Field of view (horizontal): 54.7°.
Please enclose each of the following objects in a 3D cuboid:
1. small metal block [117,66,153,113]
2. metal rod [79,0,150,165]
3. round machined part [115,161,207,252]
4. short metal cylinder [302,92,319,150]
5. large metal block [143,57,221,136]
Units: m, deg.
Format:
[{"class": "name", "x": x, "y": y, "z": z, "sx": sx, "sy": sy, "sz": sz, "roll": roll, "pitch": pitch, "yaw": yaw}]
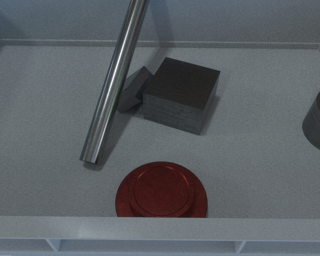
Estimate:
[{"class": "small metal block", "x": -0.039, "y": -0.053, "z": 0.430, "sx": 0.025, "sy": 0.050, "sz": 0.050, "roll": 45, "pitch": 52, "yaw": -18}, {"class": "metal rod", "x": -0.048, "y": -0.099, "z": 0.407, "sx": 0.025, "sy": 0.025, "sz": 0.299, "roll": 12, "pitch": 76, "yaw": 10}, {"class": "round machined part", "x": 0.001, "y": 0.076, "z": 0.330, "sx": 0.099, "sy": 0.042, "sz": 0.098, "roll": 0, "pitch": 50, "yaw": 0}, {"class": "short metal cylinder", "x": 0.234, "y": -0.010, "z": 0.400, "sx": 0.081, "sy": 0.050, "sz": 0.080, "roll": 0, "pitch": 50, "yaw": 0}, {"class": "large metal block", "x": 0.030, "y": -0.045, "z": 0.427, "sx": 0.080, "sy": 0.050, "sz": 0.080, "roll": 18, "pitch": 52, "yaw": 13}]
